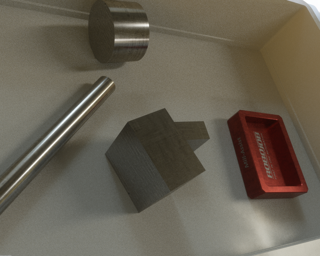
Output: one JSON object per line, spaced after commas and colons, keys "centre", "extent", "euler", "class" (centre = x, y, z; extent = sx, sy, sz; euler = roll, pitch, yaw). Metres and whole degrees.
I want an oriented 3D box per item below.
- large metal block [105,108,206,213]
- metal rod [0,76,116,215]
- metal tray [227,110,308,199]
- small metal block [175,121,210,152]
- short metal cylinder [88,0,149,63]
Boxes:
{"centre": [-0.009, 0.037, 0.344], "extent": [0.050, 0.080, 0.080], "euler": [-23, 74, -37], "class": "large metal block"}
{"centre": [-0.134, 0.040, 0.309], "extent": [0.025, 0.025, 0.301], "euler": [37, 51, -4], "class": "metal rod"}
{"centre": [0.160, 0.039, 0.467], "extent": [0.091, 0.030, 0.130], "euler": [5, 59, -26], "class": "metal tray"}
{"centre": [0.027, 0.015, 0.397], "extent": [0.050, 0.050, 0.025], "euler": [-2, 63, -30], "class": "small metal block"}
{"centre": [-0.057, -0.130, 0.420], "extent": [0.050, 0.080, 0.080], "euler": [-12, 68, -34], "class": "short metal cylinder"}
